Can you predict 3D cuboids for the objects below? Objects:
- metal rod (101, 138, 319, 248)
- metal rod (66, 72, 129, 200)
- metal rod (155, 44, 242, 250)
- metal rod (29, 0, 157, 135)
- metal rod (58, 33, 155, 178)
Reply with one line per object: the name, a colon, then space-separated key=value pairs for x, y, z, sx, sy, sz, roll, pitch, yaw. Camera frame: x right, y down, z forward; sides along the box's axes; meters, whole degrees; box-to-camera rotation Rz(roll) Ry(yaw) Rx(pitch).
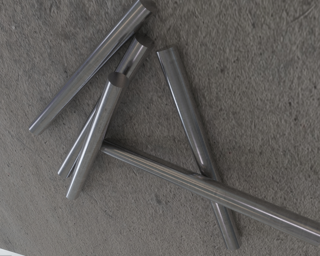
metal rod: x=0.044 y=0.069 z=0.394 sx=0.300 sy=0.025 sz=0.025 roll=19 pitch=127 yaw=29
metal rod: x=-0.103 y=0.033 z=0.460 sx=0.025 sy=0.025 sz=0.298 roll=36 pitch=136 yaw=4
metal rod: x=0.057 y=0.040 z=0.401 sx=0.025 sy=0.025 sz=0.299 roll=-8 pitch=115 yaw=31
metal rod: x=-0.109 y=-0.066 z=0.423 sx=0.299 sy=0.025 sz=0.025 roll=-35 pitch=99 yaw=38
metal rod: x=-0.092 y=-0.012 z=0.448 sx=0.025 sy=0.025 sz=0.298 roll=41 pitch=129 yaw=0
